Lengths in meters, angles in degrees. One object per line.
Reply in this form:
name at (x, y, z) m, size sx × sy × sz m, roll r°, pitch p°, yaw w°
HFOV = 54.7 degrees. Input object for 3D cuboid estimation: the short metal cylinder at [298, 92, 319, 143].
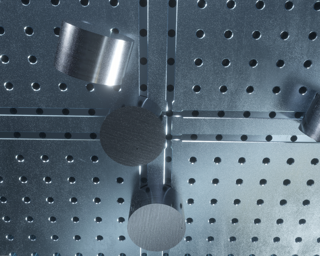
short metal cylinder at (0.223, -0.006, 0.384) m, size 0.080 × 0.080 × 0.050 m, roll 17°, pitch 109°, yaw -6°

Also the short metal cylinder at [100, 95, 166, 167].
short metal cylinder at (-0.033, 0.003, 0.401) m, size 0.081 × 0.050 × 0.079 m, roll 0°, pitch 110°, yaw 0°

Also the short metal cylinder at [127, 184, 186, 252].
short metal cylinder at (-0.005, 0.129, 0.447) m, size 0.081 × 0.050 × 0.079 m, roll 0°, pitch 110°, yaw 0°

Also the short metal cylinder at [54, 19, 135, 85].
short metal cylinder at (-0.074, -0.086, 0.351) m, size 0.080 × 0.080 × 0.050 m, roll 16°, pitch 109°, yaw -6°
